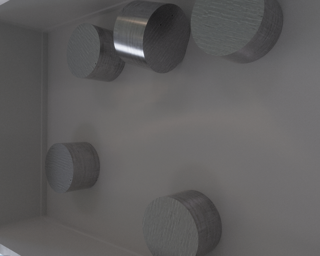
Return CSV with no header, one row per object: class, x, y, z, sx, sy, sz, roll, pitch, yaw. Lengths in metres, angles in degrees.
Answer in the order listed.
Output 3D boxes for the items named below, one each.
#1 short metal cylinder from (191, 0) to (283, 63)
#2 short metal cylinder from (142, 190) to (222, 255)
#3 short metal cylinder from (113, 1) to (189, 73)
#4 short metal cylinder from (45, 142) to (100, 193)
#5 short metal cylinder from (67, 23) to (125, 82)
short metal cylinder,0.080,-0.111,0.325,0.080,0.050,0.080,0,90,40
short metal cylinder,0.026,0.118,0.369,0.080,0.050,0.080,0,90,40
short metal cylinder,-0.009,-0.112,0.379,0.050,0.081,0.079,24,105,37
short metal cylinder,-0.145,0.064,0.510,0.080,0.050,0.080,0,90,40
short metal cylinder,-0.097,-0.113,0.471,0.080,0.050,0.080,0,90,40
